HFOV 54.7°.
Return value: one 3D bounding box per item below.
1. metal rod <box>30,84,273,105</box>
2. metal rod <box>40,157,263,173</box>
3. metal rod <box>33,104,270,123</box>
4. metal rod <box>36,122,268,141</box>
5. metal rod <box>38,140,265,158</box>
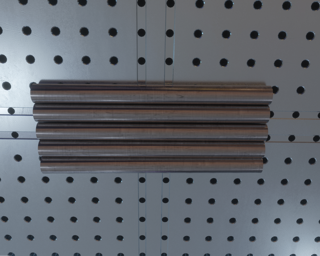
[{"bbox_3d":[-0.009,-0.043,0.397,0.302,0.025,0.025,0,110,-1],"label":"metal rod"},{"bbox_3d":[-0.010,0.050,0.432,0.302,0.025,0.025,0,110,-1],"label":"metal rod"},{"bbox_3d":[-0.010,-0.020,0.406,0.302,0.025,0.025,0,110,-1],"label":"metal rod"},{"bbox_3d":[-0.010,0.005,0.415,0.302,0.025,0.025,0,110,-1],"label":"metal rod"},{"bbox_3d":[-0.010,0.028,0.423,0.302,0.025,0.025,0,110,-1],"label":"metal rod"}]
